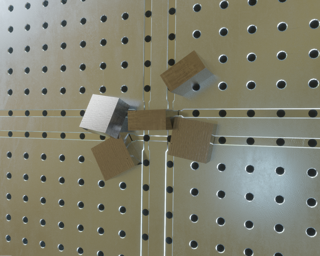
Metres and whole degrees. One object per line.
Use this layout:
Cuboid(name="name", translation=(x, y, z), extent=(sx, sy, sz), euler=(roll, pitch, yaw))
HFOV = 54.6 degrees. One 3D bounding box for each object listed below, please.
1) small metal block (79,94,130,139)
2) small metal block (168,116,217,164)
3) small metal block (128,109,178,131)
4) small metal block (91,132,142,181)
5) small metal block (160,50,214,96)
Cuboid(name="small metal block", translation=(-0.076, -0.016, 0.426), extent=(0.050, 0.025, 0.050), euler=(11, 75, 34))
Cuboid(name="small metal block", translation=(0.042, 0.015, 0.398), extent=(0.050, 0.025, 0.050), euler=(12, 94, 19))
Cuboid(name="small metal block", translation=(-0.008, -0.010, 0.403), extent=(0.050, 0.050, 0.025), euler=(-1, 90, 20))
Cuboid(name="small metal block", translation=(-0.061, 0.040, 0.435), extent=(0.050, 0.025, 0.050), euler=(-29, 81, 17))
Cuboid(name="small metal block", translation=(0.035, -0.066, 0.387), extent=(0.050, 0.050, 0.025), euler=(-34, 79, 17))
